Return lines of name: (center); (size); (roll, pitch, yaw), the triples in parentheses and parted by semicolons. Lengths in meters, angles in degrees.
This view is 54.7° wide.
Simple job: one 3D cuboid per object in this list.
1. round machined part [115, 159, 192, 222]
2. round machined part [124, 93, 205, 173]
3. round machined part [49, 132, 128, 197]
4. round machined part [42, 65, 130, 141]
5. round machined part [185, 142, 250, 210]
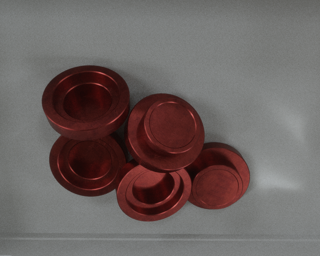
round machined part: (-0.011, 0.074, 0.415); (0.099, 0.042, 0.097); (-6, 117, -12)
round machined part: (0.009, 0.002, 0.372); (0.099, 0.042, 0.098); (6, 70, -16)
round machined part: (-0.091, 0.039, 0.413); (0.099, 0.042, 0.097); (0, 110, -1)
round machined part: (-0.085, -0.026, 0.371); (0.099, 0.098, 0.042); (3, 146, -2)
round machined part: (0.076, 0.072, 0.428); (0.099, 0.042, 0.097); (0, 110, -1)
